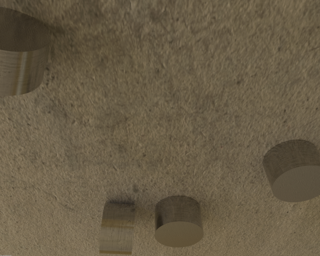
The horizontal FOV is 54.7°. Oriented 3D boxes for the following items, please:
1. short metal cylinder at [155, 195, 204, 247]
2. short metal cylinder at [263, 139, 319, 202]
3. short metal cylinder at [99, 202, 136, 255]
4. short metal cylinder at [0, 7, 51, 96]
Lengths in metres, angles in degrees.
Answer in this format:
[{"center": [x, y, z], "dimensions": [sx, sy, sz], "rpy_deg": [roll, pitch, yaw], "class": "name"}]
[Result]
[{"center": [0.031, 0.160, 0.528], "dimensions": [0.081, 0.050, 0.079], "rpy_deg": [0, 130, 0], "class": "short metal cylinder"}, {"center": [0.196, 0.063, 0.447], "dimensions": [0.081, 0.050, 0.079], "rpy_deg": [0, 130, 0], "class": "short metal cylinder"}, {"center": [-0.069, 0.165, 0.511], "dimensions": [0.050, 0.080, 0.079], "rpy_deg": [5, 130, -5], "class": "short metal cylinder"}, {"center": [-0.154, -0.076, 0.304], "dimensions": [0.081, 0.080, 0.050], "rpy_deg": [17, 128, -14], "class": "short metal cylinder"}]
